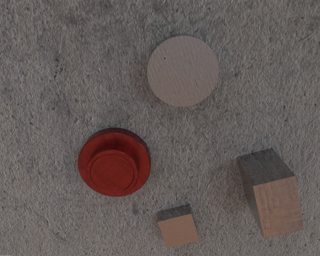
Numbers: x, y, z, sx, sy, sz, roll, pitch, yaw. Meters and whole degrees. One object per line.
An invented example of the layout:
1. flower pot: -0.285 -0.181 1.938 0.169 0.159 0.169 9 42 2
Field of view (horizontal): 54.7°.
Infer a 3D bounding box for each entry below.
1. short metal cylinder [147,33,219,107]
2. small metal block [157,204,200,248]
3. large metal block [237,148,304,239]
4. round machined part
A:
1. short metal cylinder: 0.026 -0.071 0.371 0.081 0.050 0.079 0 110 0
2. small metal block: 0.028 0.147 0.464 0.050 0.025 0.050 -15 110 5
3. large metal block: 0.145 0.084 0.413 0.050 0.080 0.080 -15 110 5
4. round machined part: -0.062 0.052 0.419 0.099 0.042 0.097 0 110 0
